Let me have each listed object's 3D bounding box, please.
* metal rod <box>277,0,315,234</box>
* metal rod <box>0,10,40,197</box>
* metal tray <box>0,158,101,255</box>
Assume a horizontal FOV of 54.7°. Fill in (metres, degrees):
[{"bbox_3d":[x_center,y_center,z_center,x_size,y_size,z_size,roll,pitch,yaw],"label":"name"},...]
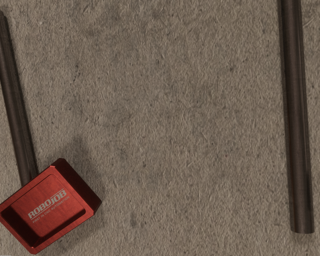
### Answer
[{"bbox_3d":[0.154,-0.033,0.354,0.025,0.025,0.298,-3,89,19],"label":"metal rod"},{"bbox_3d":[-0.232,-0.041,0.488,0.025,0.025,0.298,-15,85,19],"label":"metal rod"},{"bbox_3d":[-0.163,0.114,0.446,0.130,0.030,0.090,-36,99,16],"label":"metal tray"}]
